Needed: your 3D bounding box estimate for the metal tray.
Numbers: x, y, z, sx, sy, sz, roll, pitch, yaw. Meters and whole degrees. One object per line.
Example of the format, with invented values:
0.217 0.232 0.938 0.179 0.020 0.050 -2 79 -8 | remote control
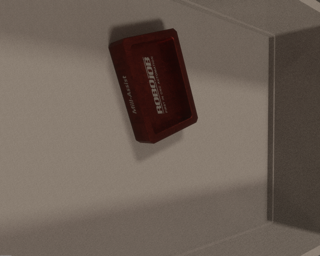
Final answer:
-0.004 -0.055 0.401 0.091 0.030 0.129 -25 106 -37 | metal tray
